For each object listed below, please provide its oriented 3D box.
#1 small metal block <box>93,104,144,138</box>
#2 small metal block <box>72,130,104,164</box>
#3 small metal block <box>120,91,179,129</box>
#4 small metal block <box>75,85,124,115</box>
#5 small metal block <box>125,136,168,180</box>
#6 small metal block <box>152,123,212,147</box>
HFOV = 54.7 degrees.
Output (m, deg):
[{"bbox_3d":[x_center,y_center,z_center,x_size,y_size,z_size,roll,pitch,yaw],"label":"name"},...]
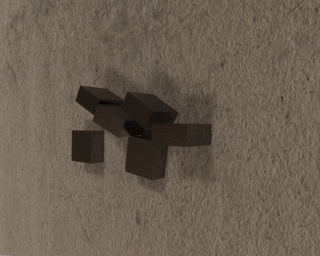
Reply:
[{"bbox_3d":[-0.054,-0.011,0.427,0.050,0.050,0.025,30,109,26],"label":"small metal block"},{"bbox_3d":[-0.116,0.029,0.498,0.050,0.025,0.050,2,91,39],"label":"small metal block"},{"bbox_3d":[-0.013,-0.022,0.398,0.050,0.050,0.025,39,114,33],"label":"small metal block"},{"bbox_3d":[-0.087,-0.039,0.458,0.050,0.050,0.025,34,111,35],"label":"small metal block"},{"bbox_3d":[-0.019,0.039,0.418,0.050,0.025,0.050,11,97,39],"label":"small metal block"},{"bbox_3d":[0.026,0.007,0.366,0.050,0.050,0.025,2,91,39],"label":"small metal block"}]
